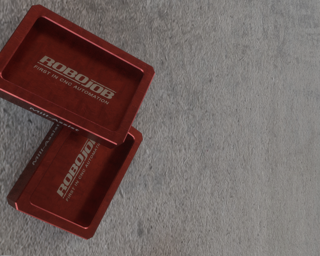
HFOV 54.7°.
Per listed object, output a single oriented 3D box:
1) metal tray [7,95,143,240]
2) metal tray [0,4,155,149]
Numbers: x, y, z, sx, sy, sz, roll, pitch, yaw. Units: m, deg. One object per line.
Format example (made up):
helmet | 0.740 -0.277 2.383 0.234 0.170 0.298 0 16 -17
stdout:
metal tray | -0.083 0.040 0.331 0.090 0.030 0.130 40 66 -33
metal tray | -0.081 -0.047 0.300 0.131 0.030 0.090 27 70 -13
